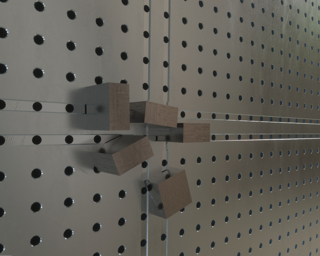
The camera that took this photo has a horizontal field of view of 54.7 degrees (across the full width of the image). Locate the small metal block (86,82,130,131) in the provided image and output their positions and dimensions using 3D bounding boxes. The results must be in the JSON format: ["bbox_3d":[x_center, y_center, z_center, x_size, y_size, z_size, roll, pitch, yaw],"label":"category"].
[{"bbox_3d":[-0.059,-0.023,0.345,0.025,0.050,0.050,-1,91,-40],"label":"small metal block"}]

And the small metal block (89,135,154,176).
[{"bbox_3d":[-0.044,0.029,0.357,0.050,0.050,0.025,-28,108,-37],"label":"small metal block"}]

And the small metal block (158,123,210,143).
[{"bbox_3d":[0.032,0.006,0.422,0.050,0.050,0.025,1,90,-40],"label":"small metal block"}]

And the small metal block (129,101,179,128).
[{"bbox_3d":[-0.014,-0.016,0.383,0.050,0.050,0.025,9,85,-40],"label":"small metal block"}]

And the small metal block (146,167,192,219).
[{"bbox_3d":[0.013,0.087,0.423,0.050,0.025,0.050,-22,104,-38],"label":"small metal block"}]
